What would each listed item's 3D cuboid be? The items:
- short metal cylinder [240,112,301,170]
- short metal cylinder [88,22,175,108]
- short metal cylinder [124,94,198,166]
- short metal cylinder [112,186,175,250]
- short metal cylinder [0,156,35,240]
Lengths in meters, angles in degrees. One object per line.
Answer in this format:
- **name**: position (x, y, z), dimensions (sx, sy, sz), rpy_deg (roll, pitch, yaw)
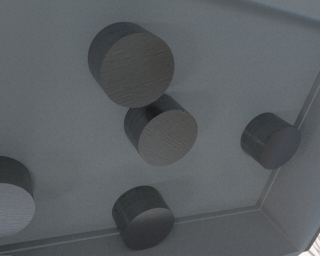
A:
- **short metal cylinder**: position (0.181, 0.021, 0.507), dimensions (0.081, 0.050, 0.079), rpy_deg (-14, 125, -21)
- **short metal cylinder**: position (-0.032, -0.068, 0.334), dimensions (0.081, 0.050, 0.079), rpy_deg (-14, 125, -21)
- **short metal cylinder**: position (0.001, 0.002, 0.395), dimensions (0.081, 0.050, 0.079), rpy_deg (-14, 125, -21)
- **short metal cylinder**: position (-0.025, 0.134, 0.463), dimensions (0.081, 0.050, 0.079), rpy_deg (-14, 124, -21)
- **short metal cylinder**: position (-0.183, 0.077, 0.341), dimensions (0.081, 0.050, 0.079), rpy_deg (-14, 125, -21)
